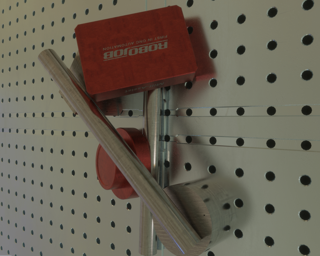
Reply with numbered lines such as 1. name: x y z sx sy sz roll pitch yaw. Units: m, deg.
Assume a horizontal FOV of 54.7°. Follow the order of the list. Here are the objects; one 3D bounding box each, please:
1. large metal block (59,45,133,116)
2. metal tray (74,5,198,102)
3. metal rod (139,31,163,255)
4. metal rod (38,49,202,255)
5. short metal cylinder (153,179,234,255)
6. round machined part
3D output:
1. large metal block: -0.083 -0.065 0.441 0.050 0.081 0.080 49 119 28
2. metal tray: -0.029 -0.091 0.376 0.131 0.030 0.090 -13 79 -4
3. metal rod: -0.011 0.020 0.417 0.025 0.025 0.298 3 92 39
4. metal rod: -0.059 0.013 0.364 0.300 0.025 0.025 50 119 19
5. short metal cylinder: 0.038 0.103 0.361 0.080 0.050 0.079 0 90 39
6. round machined part: -0.056 0.048 0.421 0.098 0.042 0.097 -1 89 57
